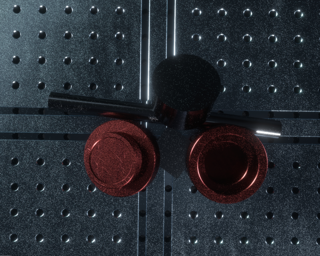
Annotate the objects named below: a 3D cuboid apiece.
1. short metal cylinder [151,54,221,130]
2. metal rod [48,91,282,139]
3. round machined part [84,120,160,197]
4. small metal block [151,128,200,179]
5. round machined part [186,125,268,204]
[{"bbox_3d":[0.030,-0.044,0.383,0.081,0.050,0.080,2,65,-3],"label":"short metal cylinder"},{"bbox_3d":[0.007,-0.017,0.410,0.302,0.025,0.025,7,90,0],"label":"metal rod"},{"bbox_3d":[-0.053,0.038,0.388,0.098,0.042,0.097,0,91,18],"label":"round machined part"},{"bbox_3d":[0.017,0.031,0.410,0.050,0.025,0.050,36,90,0],"label":"small metal block"},{"bbox_3d":[0.083,0.044,0.400,0.099,0.042,0.097,0,92,-3],"label":"round machined part"}]
